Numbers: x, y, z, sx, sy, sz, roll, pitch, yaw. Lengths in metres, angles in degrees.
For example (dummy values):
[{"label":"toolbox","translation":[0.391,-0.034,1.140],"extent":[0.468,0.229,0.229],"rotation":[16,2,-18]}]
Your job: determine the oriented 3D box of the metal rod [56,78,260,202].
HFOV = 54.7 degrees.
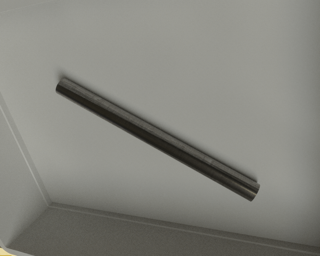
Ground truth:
[{"label":"metal rod","translation":[-0.010,0.011,0.417],"extent":[0.301,0.025,0.025],"rotation":[29,128,9]}]
